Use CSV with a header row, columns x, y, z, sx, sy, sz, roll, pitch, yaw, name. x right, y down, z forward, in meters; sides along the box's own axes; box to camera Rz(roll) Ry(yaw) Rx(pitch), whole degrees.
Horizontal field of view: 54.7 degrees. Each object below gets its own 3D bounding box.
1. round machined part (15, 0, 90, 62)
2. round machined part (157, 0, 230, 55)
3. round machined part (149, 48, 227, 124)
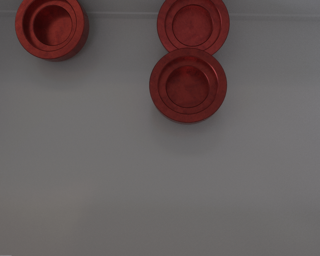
x,y,z,sx,sy,sz,roll,pitch,yaw,name
-0.148,-0.143,0.440,0.099,0.042,0.097,0,91,6,round machined part
0.046,-0.143,0.439,0.099,0.042,0.097,0,98,3,round machined part
0.036,-0.052,0.412,0.099,0.042,0.097,0,83,2,round machined part
